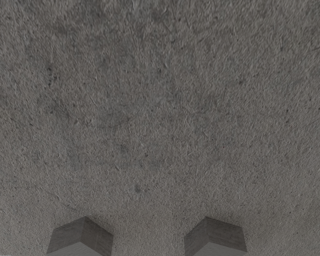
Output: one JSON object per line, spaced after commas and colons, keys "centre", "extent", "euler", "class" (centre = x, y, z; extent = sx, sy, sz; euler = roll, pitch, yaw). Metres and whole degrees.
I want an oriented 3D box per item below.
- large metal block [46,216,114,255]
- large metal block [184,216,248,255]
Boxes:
{"centre": [-0.146, 0.216, 0.573], "extent": [0.080, 0.050, 0.080], "euler": [-27, 126, 21], "class": "large metal block"}
{"centre": [0.101, 0.217, 0.576], "extent": [0.080, 0.050, 0.080], "euler": [21, 127, -17], "class": "large metal block"}
